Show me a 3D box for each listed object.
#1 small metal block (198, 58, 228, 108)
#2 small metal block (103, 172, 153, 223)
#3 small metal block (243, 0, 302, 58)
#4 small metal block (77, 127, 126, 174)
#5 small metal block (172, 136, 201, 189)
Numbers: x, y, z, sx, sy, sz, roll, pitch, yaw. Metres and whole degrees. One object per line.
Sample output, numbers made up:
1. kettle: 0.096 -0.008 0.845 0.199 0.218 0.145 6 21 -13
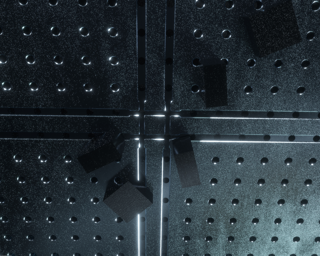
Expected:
1. small metal block: 0.064 -0.057 0.380 0.025 0.050 0.050 -6 110 2
2. small metal block: -0.046 0.102 0.450 0.050 0.025 0.050 -40 106 13
3. small metal block: 0.134 -0.119 0.372 0.050 0.025 0.050 -22 109 7
4. small metal block: -0.076 0.029 0.410 0.050 0.050 0.025 -25 108 8
5. small metal block: 0.035 0.045 0.417 0.025 0.050 0.050 -13 110 4
